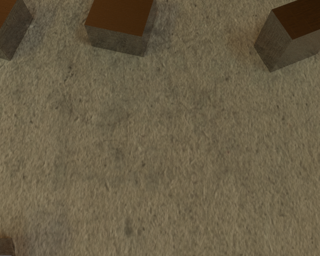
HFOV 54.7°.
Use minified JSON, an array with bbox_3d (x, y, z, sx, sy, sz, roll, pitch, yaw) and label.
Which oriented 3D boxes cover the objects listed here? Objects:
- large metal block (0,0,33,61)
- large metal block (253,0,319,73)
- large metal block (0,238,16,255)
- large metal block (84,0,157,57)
[{"bbox_3d":[-0.247,-0.153,0.448,0.080,0.050,0.080,16,71,5],"label":"large metal block"},{"bbox_3d":[0.188,-0.131,0.429,0.080,0.080,0.050,-22,72,-8],"label":"large metal block"},{"bbox_3d":[-0.206,0.154,0.320,0.080,0.080,0.050,-20,72,-7],"label":"large metal block"},{"bbox_3d":[-0.054,-0.159,0.452,0.080,0.050,0.080,13,70,4],"label":"large metal block"}]
